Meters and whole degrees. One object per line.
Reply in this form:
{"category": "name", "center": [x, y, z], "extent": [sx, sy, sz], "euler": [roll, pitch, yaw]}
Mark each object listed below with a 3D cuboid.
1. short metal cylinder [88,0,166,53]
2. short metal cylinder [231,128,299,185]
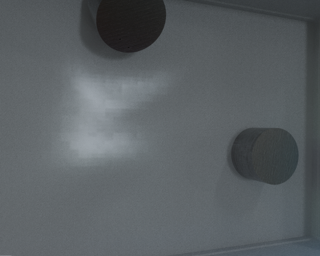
{"category": "short metal cylinder", "center": [-0.039, -0.136, 0.362], "extent": [0.081, 0.050, 0.079], "euler": [-14, 134, -15]}
{"category": "short metal cylinder", "center": [0.154, 0.039, 0.456], "extent": [0.081, 0.050, 0.079], "euler": [0, 90, -21]}
